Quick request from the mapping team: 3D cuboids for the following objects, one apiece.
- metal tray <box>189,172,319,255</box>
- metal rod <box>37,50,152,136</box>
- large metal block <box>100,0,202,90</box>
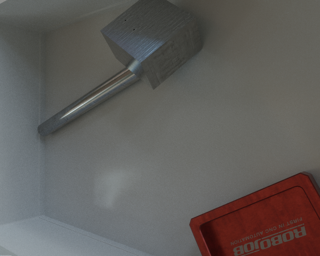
[{"bbox_3d":[0.104,0.109,0.302,0.130,0.030,0.090,-31,70,25],"label":"metal tray"},{"bbox_3d":[-0.109,-0.045,0.494,0.299,0.025,0.025,-24,75,37],"label":"metal rod"},{"bbox_3d":[-0.009,-0.106,0.372,0.080,0.050,0.080,-42,59,-9],"label":"large metal block"}]
